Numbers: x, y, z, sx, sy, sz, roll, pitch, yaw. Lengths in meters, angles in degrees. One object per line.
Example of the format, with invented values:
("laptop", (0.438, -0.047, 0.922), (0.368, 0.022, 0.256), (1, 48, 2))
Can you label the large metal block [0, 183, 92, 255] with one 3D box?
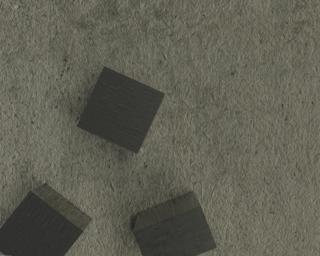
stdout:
("large metal block", (-0.149, 0.131, 0.396), (0.080, 0.050, 0.080), (38, 90, 0))

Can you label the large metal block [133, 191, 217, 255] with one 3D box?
("large metal block", (0.017, 0.123, 0.383), (0.080, 0.080, 0.050), (-21, 90, 0))

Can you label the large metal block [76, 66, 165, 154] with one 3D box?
("large metal block", (-0.047, -0.022, 0.397), (0.080, 0.050, 0.080), (24, 90, 0))
